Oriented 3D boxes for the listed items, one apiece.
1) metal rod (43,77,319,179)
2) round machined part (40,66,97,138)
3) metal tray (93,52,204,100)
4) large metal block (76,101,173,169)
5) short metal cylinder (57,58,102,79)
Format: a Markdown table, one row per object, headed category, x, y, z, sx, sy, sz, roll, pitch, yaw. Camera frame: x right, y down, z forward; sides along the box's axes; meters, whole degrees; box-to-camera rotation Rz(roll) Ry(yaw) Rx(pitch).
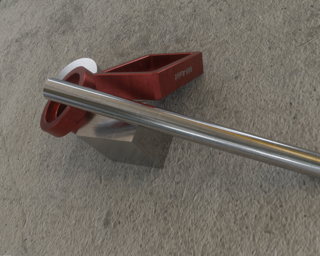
| category | x | y | z | sx | sy | sz | roll | pitch | yaw |
| --- | --- | --- | --- | --- | --- | --- | --- | --- | --- |
| metal rod | 0.022 | -0.002 | 0.318 | 0.301 | 0.025 | 0.025 | 16 | 68 | 8 |
| round machined part | -0.113 | -0.030 | 0.414 | 0.098 | 0.042 | 0.098 | -30 | 42 | 32 |
| metal tray | -0.010 | -0.071 | 0.400 | 0.090 | 0.030 | 0.131 | 5 | 24 | 30 |
| large metal block | -0.040 | 0.008 | 0.384 | 0.080 | 0.080 | 0.050 | 5 | 64 | 30 |
| short metal cylinder | -0.119 | -0.063 | 0.488 | 0.080 | 0.050 | 0.080 | -13 | 56 | 20 |
